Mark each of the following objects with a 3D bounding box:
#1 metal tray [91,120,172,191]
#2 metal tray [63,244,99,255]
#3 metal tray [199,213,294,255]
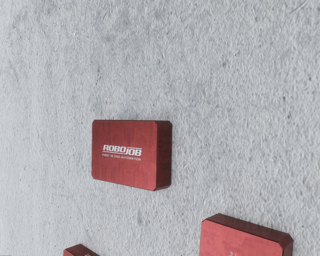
[{"bbox_3d":[-0.044,0.034,0.438,0.130,0.030,0.089,2,91,40],"label":"metal tray"},{"bbox_3d":[-0.106,0.252,0.489,0.130,0.030,0.089,11,97,39],"label":"metal tray"},{"bbox_3d":[0.086,0.168,0.331,0.090,0.030,0.129,6,94,39],"label":"metal tray"}]
